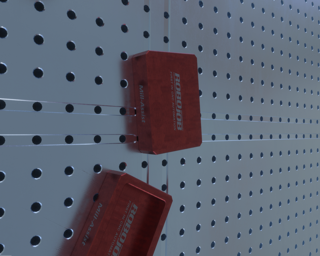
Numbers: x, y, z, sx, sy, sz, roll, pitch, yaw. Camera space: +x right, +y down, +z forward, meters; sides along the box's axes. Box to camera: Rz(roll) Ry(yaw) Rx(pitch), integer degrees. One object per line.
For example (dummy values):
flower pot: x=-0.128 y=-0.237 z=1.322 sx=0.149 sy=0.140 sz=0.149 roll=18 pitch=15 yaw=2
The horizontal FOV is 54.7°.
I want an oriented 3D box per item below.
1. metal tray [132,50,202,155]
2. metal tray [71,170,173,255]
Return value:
metal tray: x=0.012 y=-0.035 z=0.418 sx=0.091 sy=0.030 sz=0.129 roll=-7 pitch=95 yaw=-40
metal tray: x=-0.044 y=0.127 z=0.370 sx=0.090 sy=0.030 sz=0.130 roll=35 pitch=69 yaw=-35
